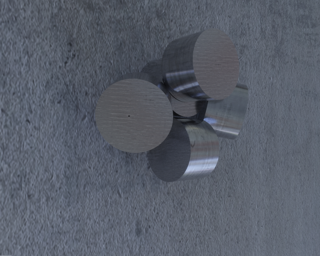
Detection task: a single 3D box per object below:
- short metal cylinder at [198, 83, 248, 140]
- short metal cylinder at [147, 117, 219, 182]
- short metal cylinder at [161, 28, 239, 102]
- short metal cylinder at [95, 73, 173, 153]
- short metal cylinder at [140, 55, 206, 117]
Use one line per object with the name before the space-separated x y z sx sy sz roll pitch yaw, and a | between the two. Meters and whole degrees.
short metal cylinder | 0.086 -0.027 0.437 0.050 0.080 0.080 12 81 -1
short metal cylinder | 0.028 0.027 0.395 0.050 0.080 0.079 2 89 -40
short metal cylinder | 0.049 -0.072 0.366 0.081 0.050 0.079 0 90 -40
short metal cylinder | -0.026 -0.019 0.343 0.081 0.050 0.079 0 107 1
short metal cylinder | 0.018 -0.054 0.407 0.081 0.050 0.079 0 90 -40
